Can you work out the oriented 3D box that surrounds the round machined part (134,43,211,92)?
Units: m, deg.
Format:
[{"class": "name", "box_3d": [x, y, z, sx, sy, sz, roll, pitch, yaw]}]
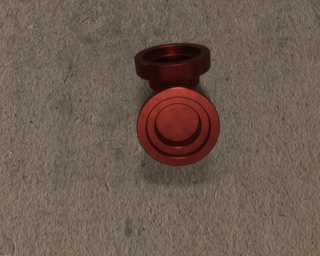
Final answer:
[{"class": "round machined part", "box_3d": [0.017, -0.079, 0.411, 0.099, 0.042, 0.098, -5, 29, 3]}]

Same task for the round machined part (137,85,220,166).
[{"class": "round machined part", "box_3d": [0.022, -0.005, 0.385, 0.099, 0.042, 0.097, 0, 107, 0]}]
